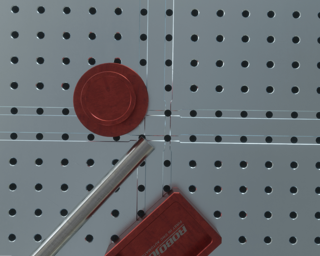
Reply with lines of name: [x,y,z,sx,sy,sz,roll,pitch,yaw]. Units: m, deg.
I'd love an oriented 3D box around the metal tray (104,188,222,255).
metal tray: [0.004,0.156,0.411,0.130,0.030,0.090,-43,91,-1]

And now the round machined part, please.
round machined part: [-0.064,-0.037,0.404,0.099,0.042,0.097,0,90,-1]

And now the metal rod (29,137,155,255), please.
metal rod: [-0.118,0.129,0.411,0.025,0.025,0.300,43,90,-1]
